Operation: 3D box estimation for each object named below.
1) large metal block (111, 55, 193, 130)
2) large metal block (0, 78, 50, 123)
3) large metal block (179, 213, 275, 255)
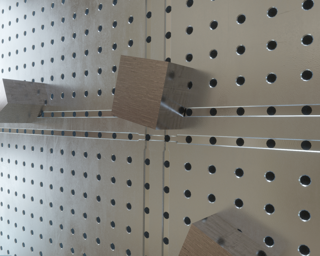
[{"bbox_3d":[-0.012,-0.046,0.401,0.080,0.050,0.079,18,101,38],"label":"large metal block"},{"bbox_3d":[-0.274,-0.049,0.595,0.080,0.081,0.050,-31,71,35],"label":"large metal block"},{"bbox_3d":[0.066,0.155,0.338,0.080,0.050,0.079,30,109,35],"label":"large metal block"}]
